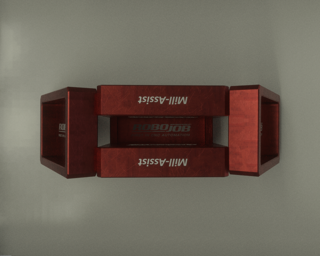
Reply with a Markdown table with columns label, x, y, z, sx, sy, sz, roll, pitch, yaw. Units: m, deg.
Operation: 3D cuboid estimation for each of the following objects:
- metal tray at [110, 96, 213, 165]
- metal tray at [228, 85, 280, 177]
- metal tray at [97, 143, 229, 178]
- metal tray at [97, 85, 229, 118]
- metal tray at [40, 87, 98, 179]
| label | x | y | z | sx | sy | sz | roll | pitch | yaw |
| --- | --- | --- | --- | --- | --- | --- | --- | --- | --- |
| metal tray | 0.002 | 0.003 | 0.407 | 0.131 | 0.030 | 0.089 | 0 | 90 | -1 |
| metal tray | 0.113 | 0.002 | 0.359 | 0.030 | 0.131 | 0.089 | 1 | 91 | 30 |
| metal tray | 0.003 | 0.034 | 0.347 | 0.131 | 0.090 | 0.030 | 0 | 90 | -1 |
| metal tray | 0.003 | -0.027 | 0.347 | 0.131 | 0.090 | 0.030 | 0 | 90 | 0 |
| metal tray | -0.110 | 0.003 | 0.358 | 0.030 | 0.130 | 0.089 | 0 | 91 | -32 |
